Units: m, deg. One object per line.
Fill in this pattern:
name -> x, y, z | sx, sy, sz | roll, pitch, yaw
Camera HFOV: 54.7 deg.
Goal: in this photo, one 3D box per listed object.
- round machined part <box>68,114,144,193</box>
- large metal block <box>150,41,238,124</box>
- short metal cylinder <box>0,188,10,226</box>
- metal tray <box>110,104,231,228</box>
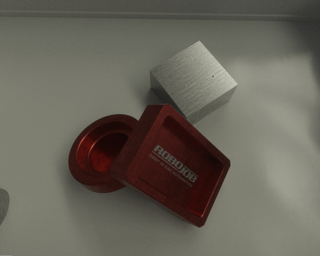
round machined part -> -0.056, 0.034, 0.374 | 0.098, 0.042, 0.098 | -12, 50, 15
large metal block -> 0.043, -0.056, 0.417 | 0.080, 0.050, 0.080 | -33, 74, -12
short metal cylinder -> -0.217, 0.095, 0.343 | 0.050, 0.080, 0.080 | 22, 71, 7
metal tray -> 0.019, 0.044, 0.347 | 0.130, 0.030, 0.090 | 40, 69, -33
